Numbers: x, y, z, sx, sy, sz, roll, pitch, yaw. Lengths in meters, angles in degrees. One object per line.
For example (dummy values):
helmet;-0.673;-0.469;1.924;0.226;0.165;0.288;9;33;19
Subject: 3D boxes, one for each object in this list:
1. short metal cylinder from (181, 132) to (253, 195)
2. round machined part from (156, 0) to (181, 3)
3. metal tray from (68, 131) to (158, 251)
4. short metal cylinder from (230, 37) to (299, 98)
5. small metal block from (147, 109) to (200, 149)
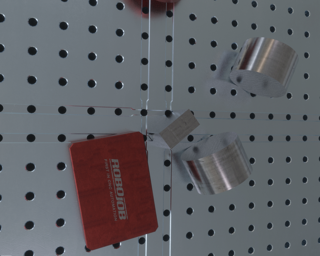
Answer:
short metal cylinder;0.075;0.045;0.411;0.080;0.080;0.050;-29;100;-18
round machined part;0.005;-0.213;0.405;0.099;0.042;0.097;0;90;-20
metal tray;-0.058;0.075;0.389;0.091;0.030;0.129;-10;94;-20
short metal cylinder;0.146;-0.084;0.437;0.080;0.080;0.050;27;81;-18
small metal block;0.016;0.001;0.406;0.050;0.050;0.025;-40;103;-16
